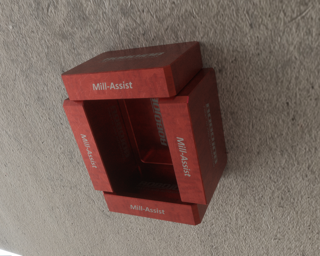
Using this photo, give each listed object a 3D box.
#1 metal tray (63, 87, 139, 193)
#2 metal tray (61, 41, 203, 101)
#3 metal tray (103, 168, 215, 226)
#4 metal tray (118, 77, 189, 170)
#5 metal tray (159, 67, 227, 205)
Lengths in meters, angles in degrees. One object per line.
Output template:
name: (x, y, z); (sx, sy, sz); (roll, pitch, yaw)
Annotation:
metal tray: (-0.065, 0.006, 0.402); (0.030, 0.090, 0.129); (1, 119, 28)
metal tray: (-0.029, -0.063, 0.341); (0.130, 0.090, 0.030); (1, 119, 27)
metal tray: (0.003, 0.077, 0.411); (0.130, 0.090, 0.030); (1, 119, 27)
metal tray: (0.001, -0.008, 0.398); (0.090, 0.030, 0.129); (1, 119, 27)
metal tray: (0.043, 0.008, 0.347); (0.030, 0.090, 0.129); (1, 119, 28)
